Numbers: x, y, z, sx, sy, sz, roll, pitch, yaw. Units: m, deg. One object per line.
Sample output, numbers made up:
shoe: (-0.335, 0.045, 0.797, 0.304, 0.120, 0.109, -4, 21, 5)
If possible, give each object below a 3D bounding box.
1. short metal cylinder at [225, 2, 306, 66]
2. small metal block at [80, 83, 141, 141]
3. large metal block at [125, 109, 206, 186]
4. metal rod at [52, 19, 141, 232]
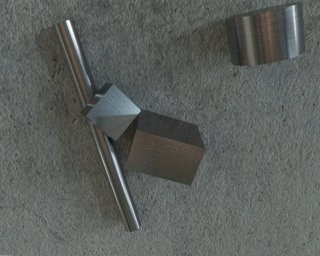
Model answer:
short metal cylinder: (0.116, -0.104, 0.344, 0.080, 0.080, 0.050, -12, 110, 4)
small metal block: (-0.061, -0.020, 0.385, 0.050, 0.025, 0.050, 45, 77, -30)
large metal block: (0.005, 0.021, 0.388, 0.080, 0.080, 0.050, 16, 109, -6)
metal rod: (-0.077, 0.011, 0.412, 0.025, 0.025, 0.298, -14, 110, 4)
